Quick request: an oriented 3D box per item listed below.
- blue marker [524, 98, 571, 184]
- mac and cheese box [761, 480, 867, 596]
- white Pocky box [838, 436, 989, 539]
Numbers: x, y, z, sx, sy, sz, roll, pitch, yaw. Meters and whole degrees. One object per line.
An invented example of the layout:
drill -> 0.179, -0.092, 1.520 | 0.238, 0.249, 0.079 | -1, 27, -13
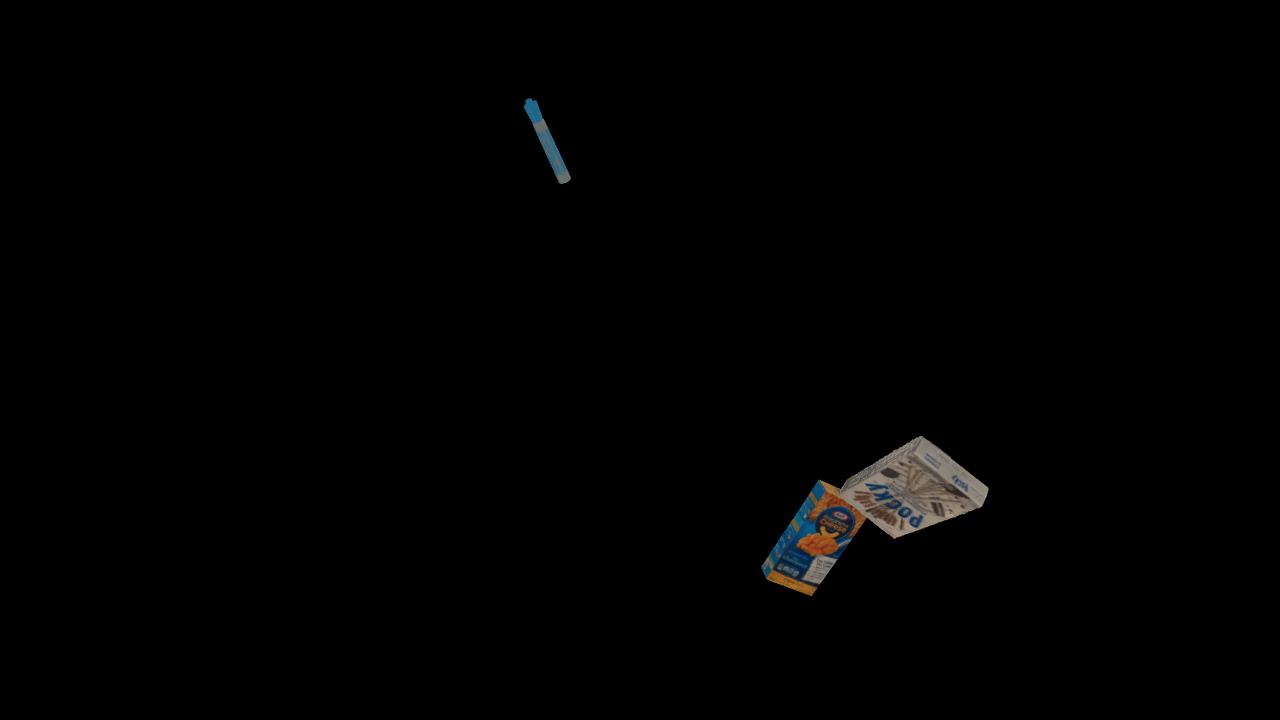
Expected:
blue marker -> -0.125, -0.295, 0.833 | 0.020, 0.020, 0.121 | 0, -41, 24
mac and cheese box -> 0.286, 0.292, 1.002 | 0.093, 0.184, 0.041 | 24, 16, -11
white Pocky box -> 0.288, 0.142, 0.665 | 0.084, 0.028, 0.154 | 39, -29, 8
